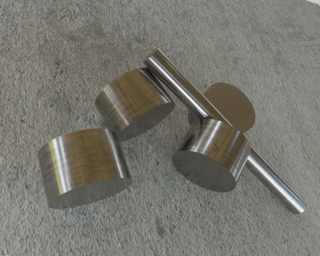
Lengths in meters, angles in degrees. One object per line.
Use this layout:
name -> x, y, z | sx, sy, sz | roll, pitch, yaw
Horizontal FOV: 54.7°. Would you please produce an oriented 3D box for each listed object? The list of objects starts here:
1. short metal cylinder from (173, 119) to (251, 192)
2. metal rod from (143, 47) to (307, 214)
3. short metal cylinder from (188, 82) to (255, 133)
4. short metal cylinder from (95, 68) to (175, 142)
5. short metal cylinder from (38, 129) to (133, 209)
short metal cylinder -> 0.063, 0.034, 0.377 | 0.080, 0.080, 0.050 | 35, 60, -5
metal rod -> 0.093, 0.015, 0.396 | 0.300, 0.025, 0.025 | 43, 49, -18
short metal cylinder -> 0.088, -0.019, 0.447 | 0.081, 0.050, 0.080 | 14, 56, -21
short metal cylinder -> -0.029, -0.027, 0.369 | 0.081, 0.080, 0.050 | -25, 76, -37
short metal cylinder -> -0.073, 0.041, 0.304 | 0.081, 0.080, 0.050 | -7, 66, -31
